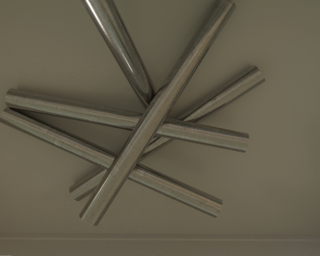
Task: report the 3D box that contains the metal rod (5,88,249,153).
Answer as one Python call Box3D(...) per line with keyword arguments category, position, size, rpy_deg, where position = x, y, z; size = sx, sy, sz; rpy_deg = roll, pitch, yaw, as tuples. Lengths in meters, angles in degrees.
Box3D(category="metal rod", position=(-0.042, -0.010, 0.388), size=(0.302, 0.025, 0.025), rpy_deg=(11, 110, 3))

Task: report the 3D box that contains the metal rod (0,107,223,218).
Box3D(category="metal rod", position=(-0.062, 0.043, 0.401), size=(0.301, 0.025, 0.025), rpy_deg=(24, 108, 0))

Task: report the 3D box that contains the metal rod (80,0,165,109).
Box3D(category="metal rod", position=(-0.046, -0.096, 0.283), size=(0.025, 0.025, 0.299), rpy_deg=(-20, 146, 7))

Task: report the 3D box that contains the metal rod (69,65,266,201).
Box3D(category="metal rod", position=(0.002, 0.013, 0.416), size=(0.300, 0.025, 0.025), rpy_deg=(-33, 107, 11))

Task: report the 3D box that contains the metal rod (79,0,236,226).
Box3D(category="metal rod", position=(-0.003, -0.020, 0.360), size=(0.025, 0.025, 0.299), rpy_deg=(32, 90, -12))
